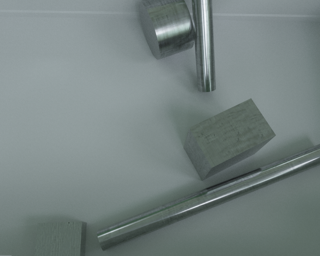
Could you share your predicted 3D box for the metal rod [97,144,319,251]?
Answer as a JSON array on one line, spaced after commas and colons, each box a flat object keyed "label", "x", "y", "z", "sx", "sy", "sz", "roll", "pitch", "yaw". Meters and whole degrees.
[{"label": "metal rod", "x": 0.072, "y": 0.081, "z": 0.380, "sx": 0.302, "sy": 0.025, "sz": 0.025, "roll": -19, "pitch": 72, "yaw": -8}]

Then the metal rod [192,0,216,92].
[{"label": "metal rod", "x": 0.048, "y": -0.189, "z": 0.372, "sx": 0.025, "sy": 0.025, "sz": 0.298, "roll": -9, "pitch": 115, "yaw": -4}]

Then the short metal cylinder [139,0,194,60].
[{"label": "short metal cylinder", "x": 0.008, "y": -0.142, "z": 0.432, "sx": 0.050, "sy": 0.080, "sz": 0.080, "roll": -21, "pitch": 72, "yaw": -8}]

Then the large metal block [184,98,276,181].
[{"label": "large metal block", "x": 0.079, "y": 0.017, "z": 0.375, "sx": 0.080, "sy": 0.080, "sz": 0.050, "roll": -25, "pitch": 72, "yaw": -9}]

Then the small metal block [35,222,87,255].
[{"label": "small metal block", "x": -0.114, "y": 0.136, "z": 0.359, "sx": 0.050, "sy": 0.025, "sz": 0.050, "roll": -1, "pitch": 70, "yaw": -1}]
